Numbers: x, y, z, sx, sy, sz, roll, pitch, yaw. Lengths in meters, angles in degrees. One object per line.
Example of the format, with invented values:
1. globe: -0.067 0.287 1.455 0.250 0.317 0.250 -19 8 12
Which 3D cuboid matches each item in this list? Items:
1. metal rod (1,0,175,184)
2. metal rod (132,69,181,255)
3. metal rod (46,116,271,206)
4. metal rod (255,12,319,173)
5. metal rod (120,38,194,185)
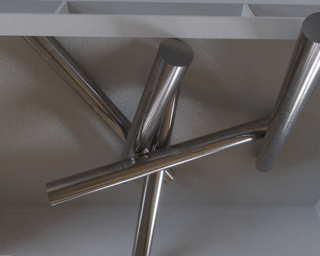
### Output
1. metal rod: -0.068 -0.023 0.388 0.025 0.025 0.300 -26 126 20
2. metal rod: -0.009 0.074 0.397 0.025 0.025 0.298 8 107 -7
3. metal rod: 0.024 0.030 0.364 0.302 0.025 0.025 -16 132 -15
4. metal rod: 0.127 -0.004 0.323 0.025 0.025 0.300 -9 156 7
5. metal rod: -0.023 0.011 0.343 0.025 0.025 0.299 11 153 -10
